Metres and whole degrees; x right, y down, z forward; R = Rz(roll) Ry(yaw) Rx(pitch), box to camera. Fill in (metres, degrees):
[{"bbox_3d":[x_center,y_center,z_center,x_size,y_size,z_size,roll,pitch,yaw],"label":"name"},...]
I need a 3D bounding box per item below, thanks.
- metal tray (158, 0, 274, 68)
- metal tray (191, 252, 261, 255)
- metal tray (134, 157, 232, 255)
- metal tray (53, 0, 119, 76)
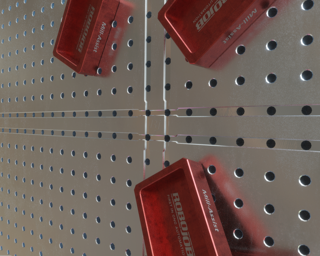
[{"bbox_3d":[0.065,-0.145,0.351,0.129,0.030,0.090,-44,64,30],"label":"metal tray"},{"bbox_3d":[0.086,0.186,0.334,0.130,0.030,0.089,-10,84,39],"label":"metal tray"},{"bbox_3d":[0.022,0.111,0.359,0.090,0.030,0.130,-34,55,28],"label":"metal tray"},{"bbox_3d":[-0.124,-0.162,0.505,0.090,0.030,0.129,35,111,34],"label":"metal tray"}]
